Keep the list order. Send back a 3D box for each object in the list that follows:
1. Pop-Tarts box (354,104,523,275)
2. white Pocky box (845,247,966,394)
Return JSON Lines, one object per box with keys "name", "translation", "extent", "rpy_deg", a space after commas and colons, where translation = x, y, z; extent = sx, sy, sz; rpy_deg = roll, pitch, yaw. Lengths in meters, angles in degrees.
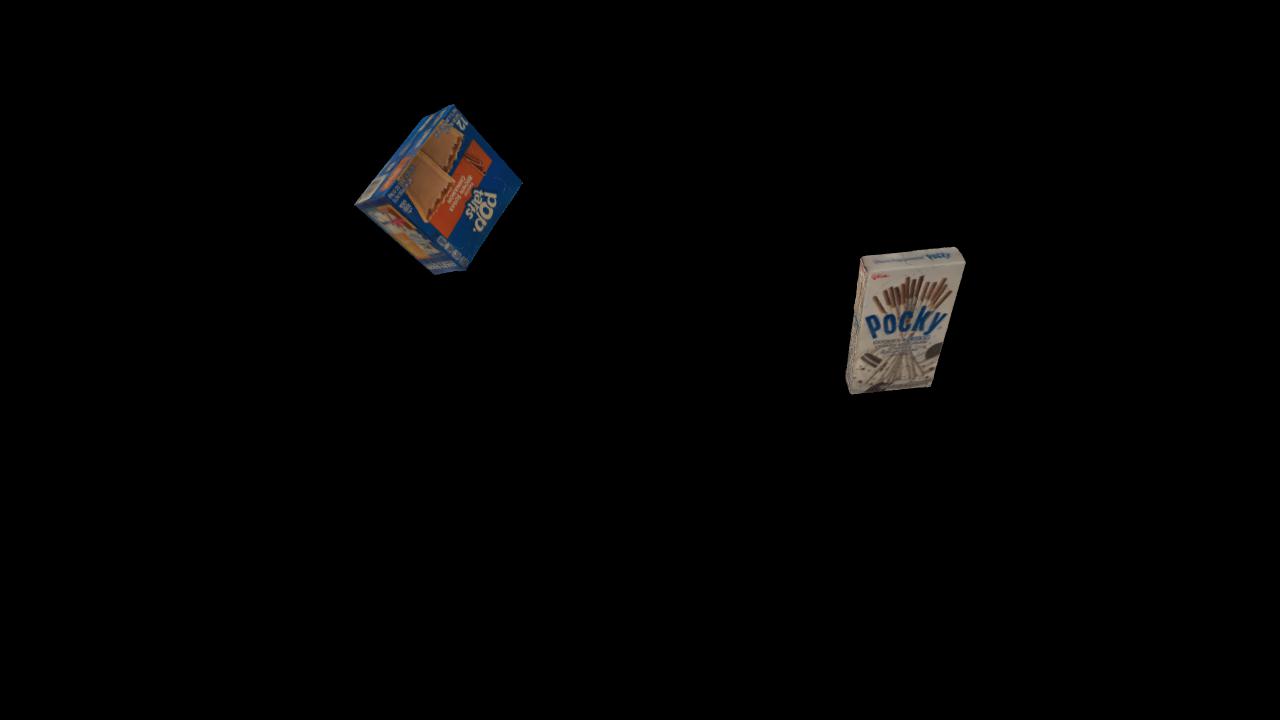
{"name": "Pop-Tarts box", "translation": [-0.264, -0.225, 0.829], "extent": [0.083, 0.167, 0.141], "rpy_deg": [4, -32, 41]}
{"name": "white Pocky box", "translation": [0.243, -0.032, 0.577], "extent": [0.084, 0.154, 0.028], "rpy_deg": [-6, 43, 5]}
